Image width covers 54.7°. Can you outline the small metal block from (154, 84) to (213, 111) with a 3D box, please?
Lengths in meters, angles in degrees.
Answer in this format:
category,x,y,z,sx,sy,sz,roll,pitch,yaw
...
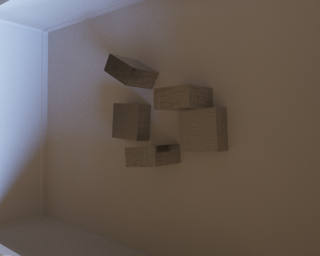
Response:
category,x,y,z,sx,sy,sz,roll,pitch,yaw
small metal block,0.028,-0.035,0.368,0.050,0.050,0.025,-1,89,40

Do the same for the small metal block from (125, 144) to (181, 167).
category,x,y,z,sx,sy,sz,roll,pitch,yaw
small metal block,-0.009,0.035,0.398,0.050,0.050,0.025,-7,86,40

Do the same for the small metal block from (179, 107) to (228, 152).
category,x,y,z,sx,sy,sz,roll,pitch,yaw
small metal block,0.051,0.002,0.365,0.050,0.025,0.050,-3,88,40

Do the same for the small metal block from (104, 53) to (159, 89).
category,x,y,z,sx,sy,sz,roll,pitch,yaw
small metal block,-0.039,-0.077,0.423,0.050,0.050,0.025,36,113,34

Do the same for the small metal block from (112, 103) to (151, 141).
category,x,y,z,sx,sy,sz,roll,pitch,yaw
small metal block,-0.041,-0.009,0.441,0.050,0.025,0.050,6,94,40
